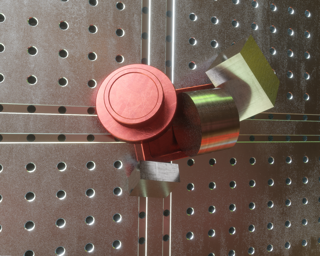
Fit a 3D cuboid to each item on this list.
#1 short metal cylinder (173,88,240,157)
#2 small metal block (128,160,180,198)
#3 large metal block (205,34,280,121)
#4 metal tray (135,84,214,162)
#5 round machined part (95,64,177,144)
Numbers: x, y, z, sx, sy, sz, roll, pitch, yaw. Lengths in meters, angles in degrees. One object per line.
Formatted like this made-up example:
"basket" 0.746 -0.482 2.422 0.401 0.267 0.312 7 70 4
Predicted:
"short metal cylinder" 0.054 -0.008 0.386 0.050 0.080 0.079 -10 94 -21
"small metal block" -0.009 0.066 0.390 0.050 0.050 0.025 8 53 -19
"large metal block" 0.114 -0.068 0.417 0.080 0.050 0.080 53 38 -13
"metal tray" 0.029 -0.007 0.418 0.131 0.030 0.089 -12 94 -20
"round machined part" -0.029 -0.032 0.369 0.099 0.042 0.098 -1 76 3
